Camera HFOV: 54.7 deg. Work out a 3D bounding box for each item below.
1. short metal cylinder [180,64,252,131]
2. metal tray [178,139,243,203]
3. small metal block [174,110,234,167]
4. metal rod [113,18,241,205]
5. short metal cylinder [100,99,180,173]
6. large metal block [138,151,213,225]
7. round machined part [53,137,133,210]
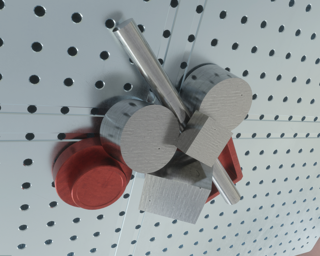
[{"bbox_3d":[0.073,-0.037,0.408,0.081,0.050,0.079,-14,124,-21],"label":"short metal cylinder"},{"bbox_3d":[0.072,0.054,0.476,0.090,0.030,0.130,-32,129,-8],"label":"metal tray"},{"bbox_3d":[0.053,0.013,0.376,0.050,0.025,0.050,30,94,-38],"label":"small metal block"},{"bbox_3d":[0.036,0.000,0.394,0.025,0.025,0.299,-37,120,-4],"label":"metal rod"},{"bbox_3d":[-0.024,0.008,0.368,0.081,0.050,0.079,-10,108,-34],"label":"short metal cylinder"},{"bbox_3d":[0.020,0.077,0.415,0.080,0.050,0.079,14,132,1],"label":"large metal block"},{"bbox_3d":[-0.080,0.064,0.390,0.099,0.042,0.097,-14,124,-21],"label":"round machined part"}]
